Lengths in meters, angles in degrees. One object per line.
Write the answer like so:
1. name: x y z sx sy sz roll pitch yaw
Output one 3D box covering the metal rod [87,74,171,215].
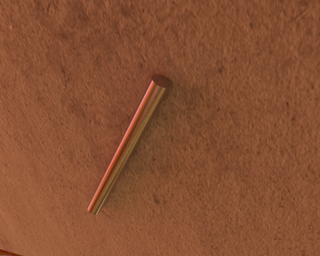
1. metal rod: -0.058 0.044 0.462 0.025 0.025 0.298 35 129 5
